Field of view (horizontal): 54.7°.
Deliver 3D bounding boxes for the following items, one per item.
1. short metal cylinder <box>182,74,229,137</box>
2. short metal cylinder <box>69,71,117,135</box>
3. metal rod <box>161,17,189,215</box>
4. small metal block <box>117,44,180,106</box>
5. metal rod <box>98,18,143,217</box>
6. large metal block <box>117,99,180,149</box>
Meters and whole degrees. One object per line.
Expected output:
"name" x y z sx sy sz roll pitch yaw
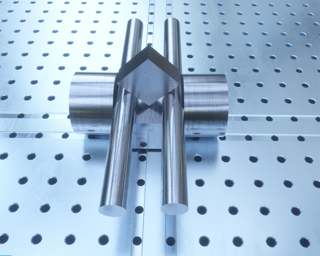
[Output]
"short metal cylinder" 0.053 -0.028 0.391 0.050 0.080 0.080 0 50 1
"short metal cylinder" -0.078 -0.031 0.393 0.050 0.080 0.080 1 50 1
"metal rod" 0.015 -0.042 0.374 0.025 0.025 0.300 1 50 0
"small metal block" -0.013 -0.059 0.354 0.050 0.050 0.025 -31 41 33
"metal rod" -0.040 -0.041 0.372 0.025 0.025 0.300 1 50 0
"large metal block" -0.013 -0.020 0.403 0.081 0.050 0.080 1 50 0
